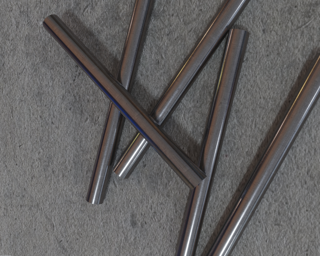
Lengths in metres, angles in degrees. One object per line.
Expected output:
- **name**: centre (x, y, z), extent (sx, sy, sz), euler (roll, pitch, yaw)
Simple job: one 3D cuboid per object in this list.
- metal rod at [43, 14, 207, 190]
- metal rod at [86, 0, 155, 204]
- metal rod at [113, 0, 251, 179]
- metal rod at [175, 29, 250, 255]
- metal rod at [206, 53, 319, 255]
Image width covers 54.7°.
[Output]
- **metal rod**: centre (-0.053, -0.042, 0.398), extent (0.025, 0.025, 0.300), euler (-46, 76, 14)
- **metal rod**: centre (-0.055, -0.040, 0.427), extent (0.025, 0.025, 0.298), euler (17, 95, 19)
- **metal rod**: centre (0.029, -0.059, 0.398), extent (0.025, 0.025, 0.299), euler (37, 102, 16)
- **metal rod**: centre (0.063, 0.029, 0.386), extent (0.025, 0.025, 0.298), euler (14, 95, 19)
- **metal rod**: centre (0.122, 0.055, 0.365), extent (0.025, 0.025, 0.298), euler (29, 99, 17)
